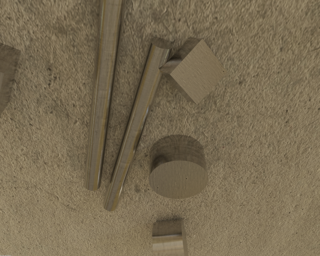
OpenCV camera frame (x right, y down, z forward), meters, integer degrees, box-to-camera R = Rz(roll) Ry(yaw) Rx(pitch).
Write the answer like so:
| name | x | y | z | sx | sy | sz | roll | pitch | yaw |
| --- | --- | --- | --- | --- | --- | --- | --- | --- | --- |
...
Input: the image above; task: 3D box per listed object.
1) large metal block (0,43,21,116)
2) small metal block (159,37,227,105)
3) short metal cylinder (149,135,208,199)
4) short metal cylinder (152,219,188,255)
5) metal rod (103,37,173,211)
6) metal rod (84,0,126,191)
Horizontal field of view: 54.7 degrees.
| name | x | y | z | sx | sy | sz | roll | pitch | yaw |
| --- | --- | --- | --- | --- | --- | --- | --- | --- | --- |
| large metal block | -0.210 | -0.057 | 0.340 | 0.080 | 0.050 | 0.079 | 21 | 127 | -17 |
| small metal block | 0.037 | -0.062 | 0.339 | 0.050 | 0.025 | 0.050 | -48 | 122 | -3 |
| short metal cylinder | 0.025 | 0.055 | 0.438 | 0.081 | 0.050 | 0.079 | 0 | 130 | 0 |
| short metal cylinder | 0.019 | 0.204 | 0.545 | 0.050 | 0.080 | 0.080 | -8 | 130 | 7 |
| metal rod | -0.040 | 0.019 | 0.422 | 0.025 | 0.025 | 0.298 | 13 | 129 | -11 |
| metal rod | -0.073 | -0.024 | 0.386 | 0.025 | 0.025 | 0.298 | 9 | 130 | -8 |
